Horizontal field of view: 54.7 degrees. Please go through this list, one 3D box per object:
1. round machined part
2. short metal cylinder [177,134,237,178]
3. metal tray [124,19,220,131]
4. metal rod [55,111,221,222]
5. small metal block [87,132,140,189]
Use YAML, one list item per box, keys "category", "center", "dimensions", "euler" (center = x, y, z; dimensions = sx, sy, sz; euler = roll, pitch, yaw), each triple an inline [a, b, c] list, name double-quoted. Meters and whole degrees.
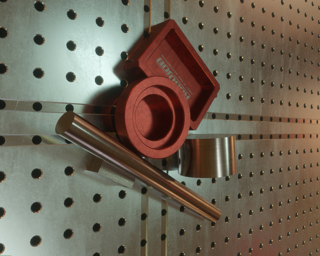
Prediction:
- category: "round machined part"
  center: [-0.013, -0.012, 0.379]
  dimensions: [0.099, 0.042, 0.097]
  euler: [0, 90, -38]
- category: "short metal cylinder"
  center: [0.064, 0.036, 0.428]
  dimensions: [0.081, 0.080, 0.050]
  euler: [-5, 94, -40]
- category: "metal tray"
  center: [0.023, -0.069, 0.426]
  dimensions: [0.130, 0.030, 0.090]
  euler: [47, 61, -30]
- category: "metal rod"
  center: [-0.001, 0.065, 0.384]
  dimensions: [0.301, 0.025, 0.025]
  euler: [39, 66, -43]
- category: "small metal block"
  center: [-0.050, 0.039, 0.369]
  dimensions: [0.050, 0.025, 0.050]
  euler: [35, 68, -35]
